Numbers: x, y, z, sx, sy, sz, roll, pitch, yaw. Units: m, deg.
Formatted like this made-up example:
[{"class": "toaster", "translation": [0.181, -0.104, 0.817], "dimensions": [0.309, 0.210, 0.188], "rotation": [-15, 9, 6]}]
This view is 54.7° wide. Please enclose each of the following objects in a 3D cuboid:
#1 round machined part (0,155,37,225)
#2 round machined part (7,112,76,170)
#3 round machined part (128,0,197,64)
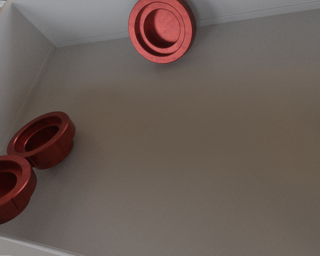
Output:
[{"class": "round machined part", "translation": [-0.203, 0.081, 0.385], "dimensions": [0.099, 0.042, 0.098], "rotation": [-5, 37, 4]}, {"class": "round machined part", "translation": [-0.169, 0.023, 0.458], "dimensions": [0.098, 0.042, 0.098], "rotation": [-15, 38, 13]}, {"class": "round machined part", "translation": [0.006, -0.149, 0.459], "dimensions": [0.098, 0.097, 0.042], "rotation": [-6, 25, 25]}]
